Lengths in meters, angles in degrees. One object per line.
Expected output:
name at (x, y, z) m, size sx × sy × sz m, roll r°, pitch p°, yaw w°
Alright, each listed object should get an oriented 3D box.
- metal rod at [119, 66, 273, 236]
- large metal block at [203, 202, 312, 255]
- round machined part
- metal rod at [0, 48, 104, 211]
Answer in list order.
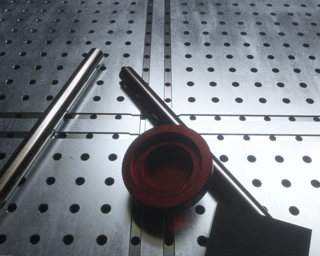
metal rod at (0.031, 0.012, 0.398) m, size 0.025 × 0.025 × 0.300 m, roll -27°, pitch 55°, yaw -21°
large metal block at (0.080, 0.120, 0.276) m, size 0.080 × 0.050 × 0.080 m, roll 14°, pitch 70°, yaw 11°
round machined part at (0.011, 0.048, 0.347) m, size 0.098 × 0.042 × 0.098 m, roll -6°, pitch 57°, yaw 10°
metal rod at (-0.147, -0.011, 0.414) m, size 0.025 × 0.025 × 0.300 m, roll 13°, pitch 51°, yaw 10°
